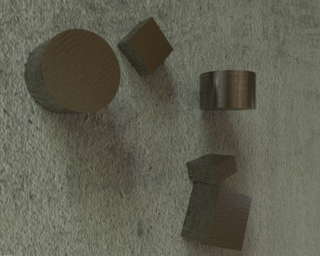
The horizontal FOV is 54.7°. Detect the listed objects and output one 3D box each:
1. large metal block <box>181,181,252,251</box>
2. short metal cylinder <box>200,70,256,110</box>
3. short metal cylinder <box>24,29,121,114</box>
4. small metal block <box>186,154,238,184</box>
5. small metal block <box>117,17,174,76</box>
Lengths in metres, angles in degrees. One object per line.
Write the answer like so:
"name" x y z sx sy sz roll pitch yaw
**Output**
"large metal block" 0.086 0.131 0.460 0.080 0.050 0.080 25 74 -37
"short metal cylinder" 0.098 -0.052 0.451 0.081 0.080 0.050 0 90 -40
"short metal cylinder" -0.088 -0.054 0.315 0.081 0.050 0.080 0 90 -40
"small metal block" 0.076 0.058 0.452 0.050 0.050 0.025 -17 101 -39
"small metal block" -0.017 -0.102 0.390 0.050 0.025 0.050 52 60 -27
